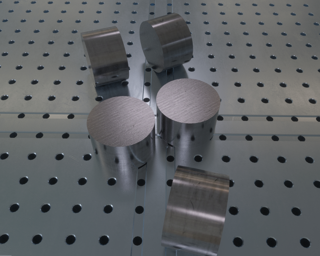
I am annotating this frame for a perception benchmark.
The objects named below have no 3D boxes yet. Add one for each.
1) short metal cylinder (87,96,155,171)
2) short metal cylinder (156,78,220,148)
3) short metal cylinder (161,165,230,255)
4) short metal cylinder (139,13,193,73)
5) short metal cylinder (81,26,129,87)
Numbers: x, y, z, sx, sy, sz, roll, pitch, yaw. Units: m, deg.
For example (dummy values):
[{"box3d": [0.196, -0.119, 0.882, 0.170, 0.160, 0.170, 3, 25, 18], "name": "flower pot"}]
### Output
[{"box3d": [-0.046, 0.006, 0.386, 0.081, 0.050, 0.080, 0, 50, 0], "name": "short metal cylinder"}, {"box3d": [0.036, -0.020, 0.408, 0.081, 0.050, 0.080, 0, 50, 0], "name": "short metal cylinder"}, {"box3d": [0.035, 0.081, 0.304, 0.050, 0.080, 0.080, 11, 51, 9], "name": "short metal cylinder"}, {"box3d": [0.009, -0.133, 0.483, 0.050, 0.080, 0.080, -23, 54, -18], "name": "short metal cylinder"}, {"box3d": [-0.082, -0.106, 0.460, 0.050, 0.080, 0.080, -16, 52, -13], "name": "short metal cylinder"}]
